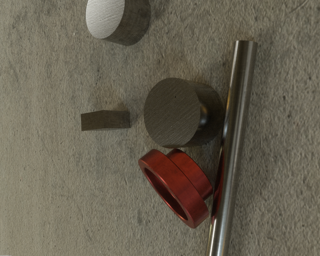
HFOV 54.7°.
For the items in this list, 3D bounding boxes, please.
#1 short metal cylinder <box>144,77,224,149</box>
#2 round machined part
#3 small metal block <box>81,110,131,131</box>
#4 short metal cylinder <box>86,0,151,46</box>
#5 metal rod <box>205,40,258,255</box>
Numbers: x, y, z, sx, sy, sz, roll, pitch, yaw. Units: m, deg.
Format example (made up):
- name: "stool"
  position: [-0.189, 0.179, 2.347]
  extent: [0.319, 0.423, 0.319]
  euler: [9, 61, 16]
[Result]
- name: "short metal cylinder"
  position: [0.027, -0.017, 0.366]
  extent: [0.080, 0.050, 0.079]
  euler: [0, 90, 40]
- name: "round machined part"
  position: [0.022, 0.062, 0.353]
  extent: [0.042, 0.098, 0.098]
  euler: [-38, 58, -15]
- name: "small metal block"
  position: [-0.079, -0.010, 0.454]
  extent: [0.050, 0.050, 0.025]
  euler: [-6, 86, 40]
- name: "short metal cylinder"
  position: [-0.059, -0.161, 0.438]
  extent: [0.080, 0.050, 0.079]
  euler: [0, 90, 40]
- name: "metal rod"
  position: [0.074, 0.057, 0.343]
  extent: [0.025, 0.025, 0.298]
  euler: [11, 97, 39]
